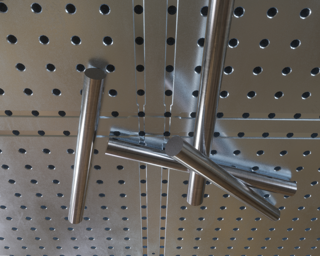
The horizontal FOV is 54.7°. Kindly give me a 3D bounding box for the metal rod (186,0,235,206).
[{"bbox_3d":[0.057,-0.016,0.379,0.025,0.025,0.298,1,124,-2],"label":"metal rod"}]

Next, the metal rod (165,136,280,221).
[{"bbox_3d":[0.107,0.086,0.445,0.025,0.025,0.301,-32,136,24],"label":"metal rod"}]

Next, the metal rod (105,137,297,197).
[{"bbox_3d":[0.069,0.061,0.464,0.302,0.025,0.025,14,129,-13],"label":"metal rod"}]

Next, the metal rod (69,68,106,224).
[{"bbox_3d":[-0.111,0.047,0.450,0.025,0.025,0.298,11,129,-10],"label":"metal rod"}]
